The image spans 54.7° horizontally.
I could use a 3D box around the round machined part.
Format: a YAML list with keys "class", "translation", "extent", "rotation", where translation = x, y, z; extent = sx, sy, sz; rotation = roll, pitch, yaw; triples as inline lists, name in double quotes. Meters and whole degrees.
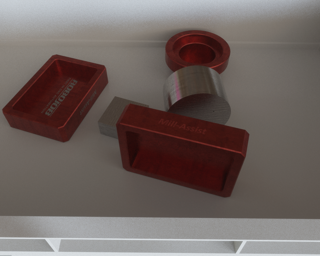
- class: "round machined part"
  translation: [0.057, -0.108, 0.486]
  extent: [0.099, 0.042, 0.098]
  rotation: [0, 50, 0]

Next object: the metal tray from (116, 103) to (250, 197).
- class: "metal tray"
  translation: [0.022, 0.027, 0.340]
  extent: [0.131, 0.089, 0.030]
  rotation: [14, 52, 10]

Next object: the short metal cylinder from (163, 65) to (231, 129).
- class: "short metal cylinder"
  translation: [0.046, -0.033, 0.398]
  extent: [0.081, 0.080, 0.050]
  rotation: [-3, 50, -3]

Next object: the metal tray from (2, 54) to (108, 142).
- class: "metal tray"
  translation: [-0.142, -0.047, 0.439]
  extent: [0.090, 0.030, 0.130]
  rotation: [15, 51, 12]

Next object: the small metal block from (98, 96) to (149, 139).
- class: "small metal block"
  translation: [-0.047, -0.011, 0.414]
  extent: [0.050, 0.025, 0.050]
  rotation: [16, 52, 13]
